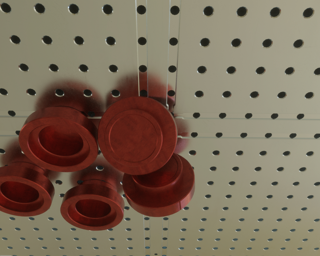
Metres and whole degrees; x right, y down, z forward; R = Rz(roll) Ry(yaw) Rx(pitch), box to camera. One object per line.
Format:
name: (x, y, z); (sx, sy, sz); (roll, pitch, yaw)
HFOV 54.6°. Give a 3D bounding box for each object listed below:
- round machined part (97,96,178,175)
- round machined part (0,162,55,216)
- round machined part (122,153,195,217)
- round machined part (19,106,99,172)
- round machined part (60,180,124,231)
round machined part: (-0.029, 0.010, 0.377); (0.098, 0.042, 0.097); (1, 95, 6)
round machined part: (-0.211, 0.090, 0.475); (0.099, 0.042, 0.097); (0, 130, 0)
round machined part: (-0.002, 0.066, 0.419); (0.098, 0.098, 0.042); (-5, 132, 4)
round machined part: (-0.128, 0.011, 0.408); (0.099, 0.042, 0.097); (0, 131, 0)
round machined part: (-0.107, 0.122, 0.503); (0.099, 0.042, 0.097); (0, 130, 0)
